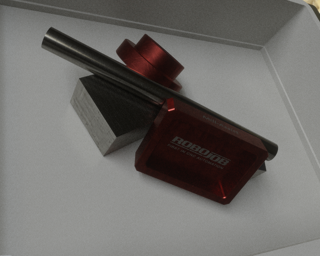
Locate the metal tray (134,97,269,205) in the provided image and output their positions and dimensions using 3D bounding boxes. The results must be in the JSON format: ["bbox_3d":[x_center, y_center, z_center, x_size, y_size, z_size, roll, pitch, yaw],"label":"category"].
[{"bbox_3d":[0.047,0.031,0.366,0.131,0.089,0.030,24,25,-15],"label":"metal tray"}]

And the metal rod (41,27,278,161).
[{"bbox_3d":[0.011,-0.033,0.365,0.301,0.025,0.025,26,53,-13],"label":"metal rod"}]

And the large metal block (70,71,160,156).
[{"bbox_3d":[-0.049,-0.024,0.377,0.081,0.050,0.080,-25,76,-37],"label":"large metal block"}]

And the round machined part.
[{"bbox_3d":[-0.007,-0.086,0.410,0.098,0.042,0.098,39,13,-10],"label":"round machined part"}]

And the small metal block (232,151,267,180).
[{"bbox_3d":[0.115,0.043,0.425,0.025,0.050,0.050,14,56,-21],"label":"small metal block"}]
